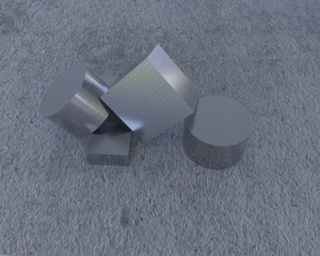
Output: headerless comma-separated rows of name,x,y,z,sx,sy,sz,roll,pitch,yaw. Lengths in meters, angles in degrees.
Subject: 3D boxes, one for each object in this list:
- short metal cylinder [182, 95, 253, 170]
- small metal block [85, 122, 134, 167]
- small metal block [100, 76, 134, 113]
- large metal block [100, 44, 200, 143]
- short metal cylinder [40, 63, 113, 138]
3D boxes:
short metal cylinder,0.069,0.005,0.385,0.081,0.050,0.080,0,50,0
small metal block,-0.061,0.020,0.387,0.050,0.025,0.050,2,50,1
small metal block,-0.063,-0.049,0.445,0.050,0.025,0.050,-1,50,-1
large metal block,-0.011,-0.040,0.379,0.080,0.080,0.050,47,32,-16
short metal cylinder,-0.104,-0.035,0.393,0.080,0.050,0.080,-24,45,27
